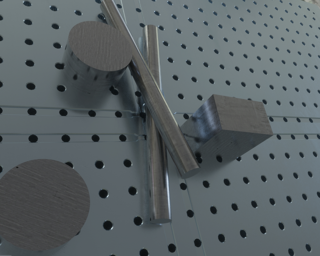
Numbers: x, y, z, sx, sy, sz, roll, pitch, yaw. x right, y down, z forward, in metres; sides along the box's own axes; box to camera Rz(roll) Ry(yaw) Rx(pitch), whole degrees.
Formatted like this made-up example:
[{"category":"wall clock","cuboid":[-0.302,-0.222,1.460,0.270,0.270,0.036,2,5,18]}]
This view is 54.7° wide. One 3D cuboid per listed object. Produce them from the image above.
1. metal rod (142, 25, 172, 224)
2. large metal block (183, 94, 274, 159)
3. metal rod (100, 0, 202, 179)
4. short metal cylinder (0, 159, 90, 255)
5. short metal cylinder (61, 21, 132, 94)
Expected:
[{"category":"metal rod","cuboid":[-0.007,-0.026,0.419,0.025,0.025,0.299,10,57,-23]},{"category":"large metal block","cuboid":[0.089,0.002,0.419,0.081,0.080,0.050,6,59,-25]},{"category":"metal rod","cuboid":[-0.023,-0.070,0.414,0.025,0.025,0.299,-8,58,-32]},{"category":"short metal cylinder","cuboid":[-0.111,0.075,0.286,0.081,0.050,0.080,14,56,-21]},{"category":"short metal cylinder","cuboid":[-0.083,-0.091,0.403,0.081,0.050,0.080,13,56,-21]}]
